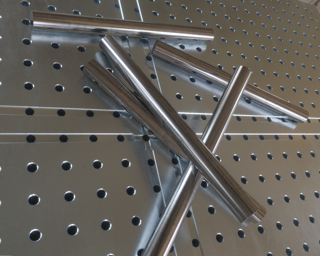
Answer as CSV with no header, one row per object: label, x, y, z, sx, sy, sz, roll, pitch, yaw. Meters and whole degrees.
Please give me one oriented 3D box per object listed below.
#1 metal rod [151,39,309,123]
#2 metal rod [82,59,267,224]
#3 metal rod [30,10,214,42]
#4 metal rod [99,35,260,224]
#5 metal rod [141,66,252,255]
metal rod,0.127,-0.073,0.523,0.302,0.025,0.025,22,54,-16
metal rod,0.019,0.017,0.409,0.300,0.025,0.025,41,51,0
metal rod,-0.039,-0.154,0.482,0.303,0.025,0.025,-6,65,-31
metal rod,0.009,-0.015,0.383,0.025,0.025,0.300,-20,60,-36
metal rod,0.055,0.031,0.387,0.025,0.025,0.300,34,61,-6
